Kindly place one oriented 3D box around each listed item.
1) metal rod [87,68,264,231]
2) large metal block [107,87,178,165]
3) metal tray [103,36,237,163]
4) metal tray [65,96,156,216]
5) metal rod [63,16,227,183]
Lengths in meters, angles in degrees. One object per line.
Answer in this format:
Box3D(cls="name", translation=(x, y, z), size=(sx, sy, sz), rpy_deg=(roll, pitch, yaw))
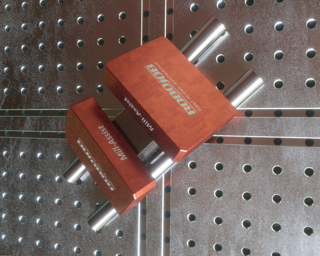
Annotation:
Box3D(cls="metal rod", translation=(0.011, 0.037, 0.408), size=(0.299, 0.025, 0.025), rpy_deg=(-43, 77, 14))
Box3D(cls="large metal block", translation=(-0.013, -0.002, 0.386), size=(0.080, 0.080, 0.050), rpy_deg=(-44, 77, 14))
Box3D(cls="metal tray", translation=(0.010, -0.037, 0.350), size=(0.091, 0.030, 0.130), rpy_deg=(-34, 75, -29))
Box3D(cls="metal tray", translation=(-0.066, 0.037, 0.377), size=(0.130, 0.030, 0.090), rpy_deg=(52, 149, 12))
Box3D(cls="metal rod", translation=(-0.030, -0.030, 0.422), size=(0.299, 0.025, 0.025), rpy_deg=(-44, 77, 14))
